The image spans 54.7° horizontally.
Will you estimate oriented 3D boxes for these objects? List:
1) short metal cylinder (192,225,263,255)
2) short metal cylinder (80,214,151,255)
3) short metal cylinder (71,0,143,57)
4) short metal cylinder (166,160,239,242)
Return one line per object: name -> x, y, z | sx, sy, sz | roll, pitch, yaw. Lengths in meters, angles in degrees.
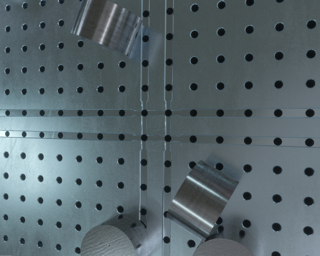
short metal cylinder -> 0.081, 0.163, 0.370 | 0.080, 0.050, 0.079 | 0, 90, 19
short metal cylinder -> -0.059, 0.163, 0.419 | 0.080, 0.050, 0.079 | 0, 90, 19
short metal cylinder -> -0.069, -0.132, 0.407 | 0.080, 0.080, 0.050 | 24, 98, 18
short metal cylinder -> 0.051, 0.085, 0.365 | 0.050, 0.080, 0.080 | 30, 100, 17
